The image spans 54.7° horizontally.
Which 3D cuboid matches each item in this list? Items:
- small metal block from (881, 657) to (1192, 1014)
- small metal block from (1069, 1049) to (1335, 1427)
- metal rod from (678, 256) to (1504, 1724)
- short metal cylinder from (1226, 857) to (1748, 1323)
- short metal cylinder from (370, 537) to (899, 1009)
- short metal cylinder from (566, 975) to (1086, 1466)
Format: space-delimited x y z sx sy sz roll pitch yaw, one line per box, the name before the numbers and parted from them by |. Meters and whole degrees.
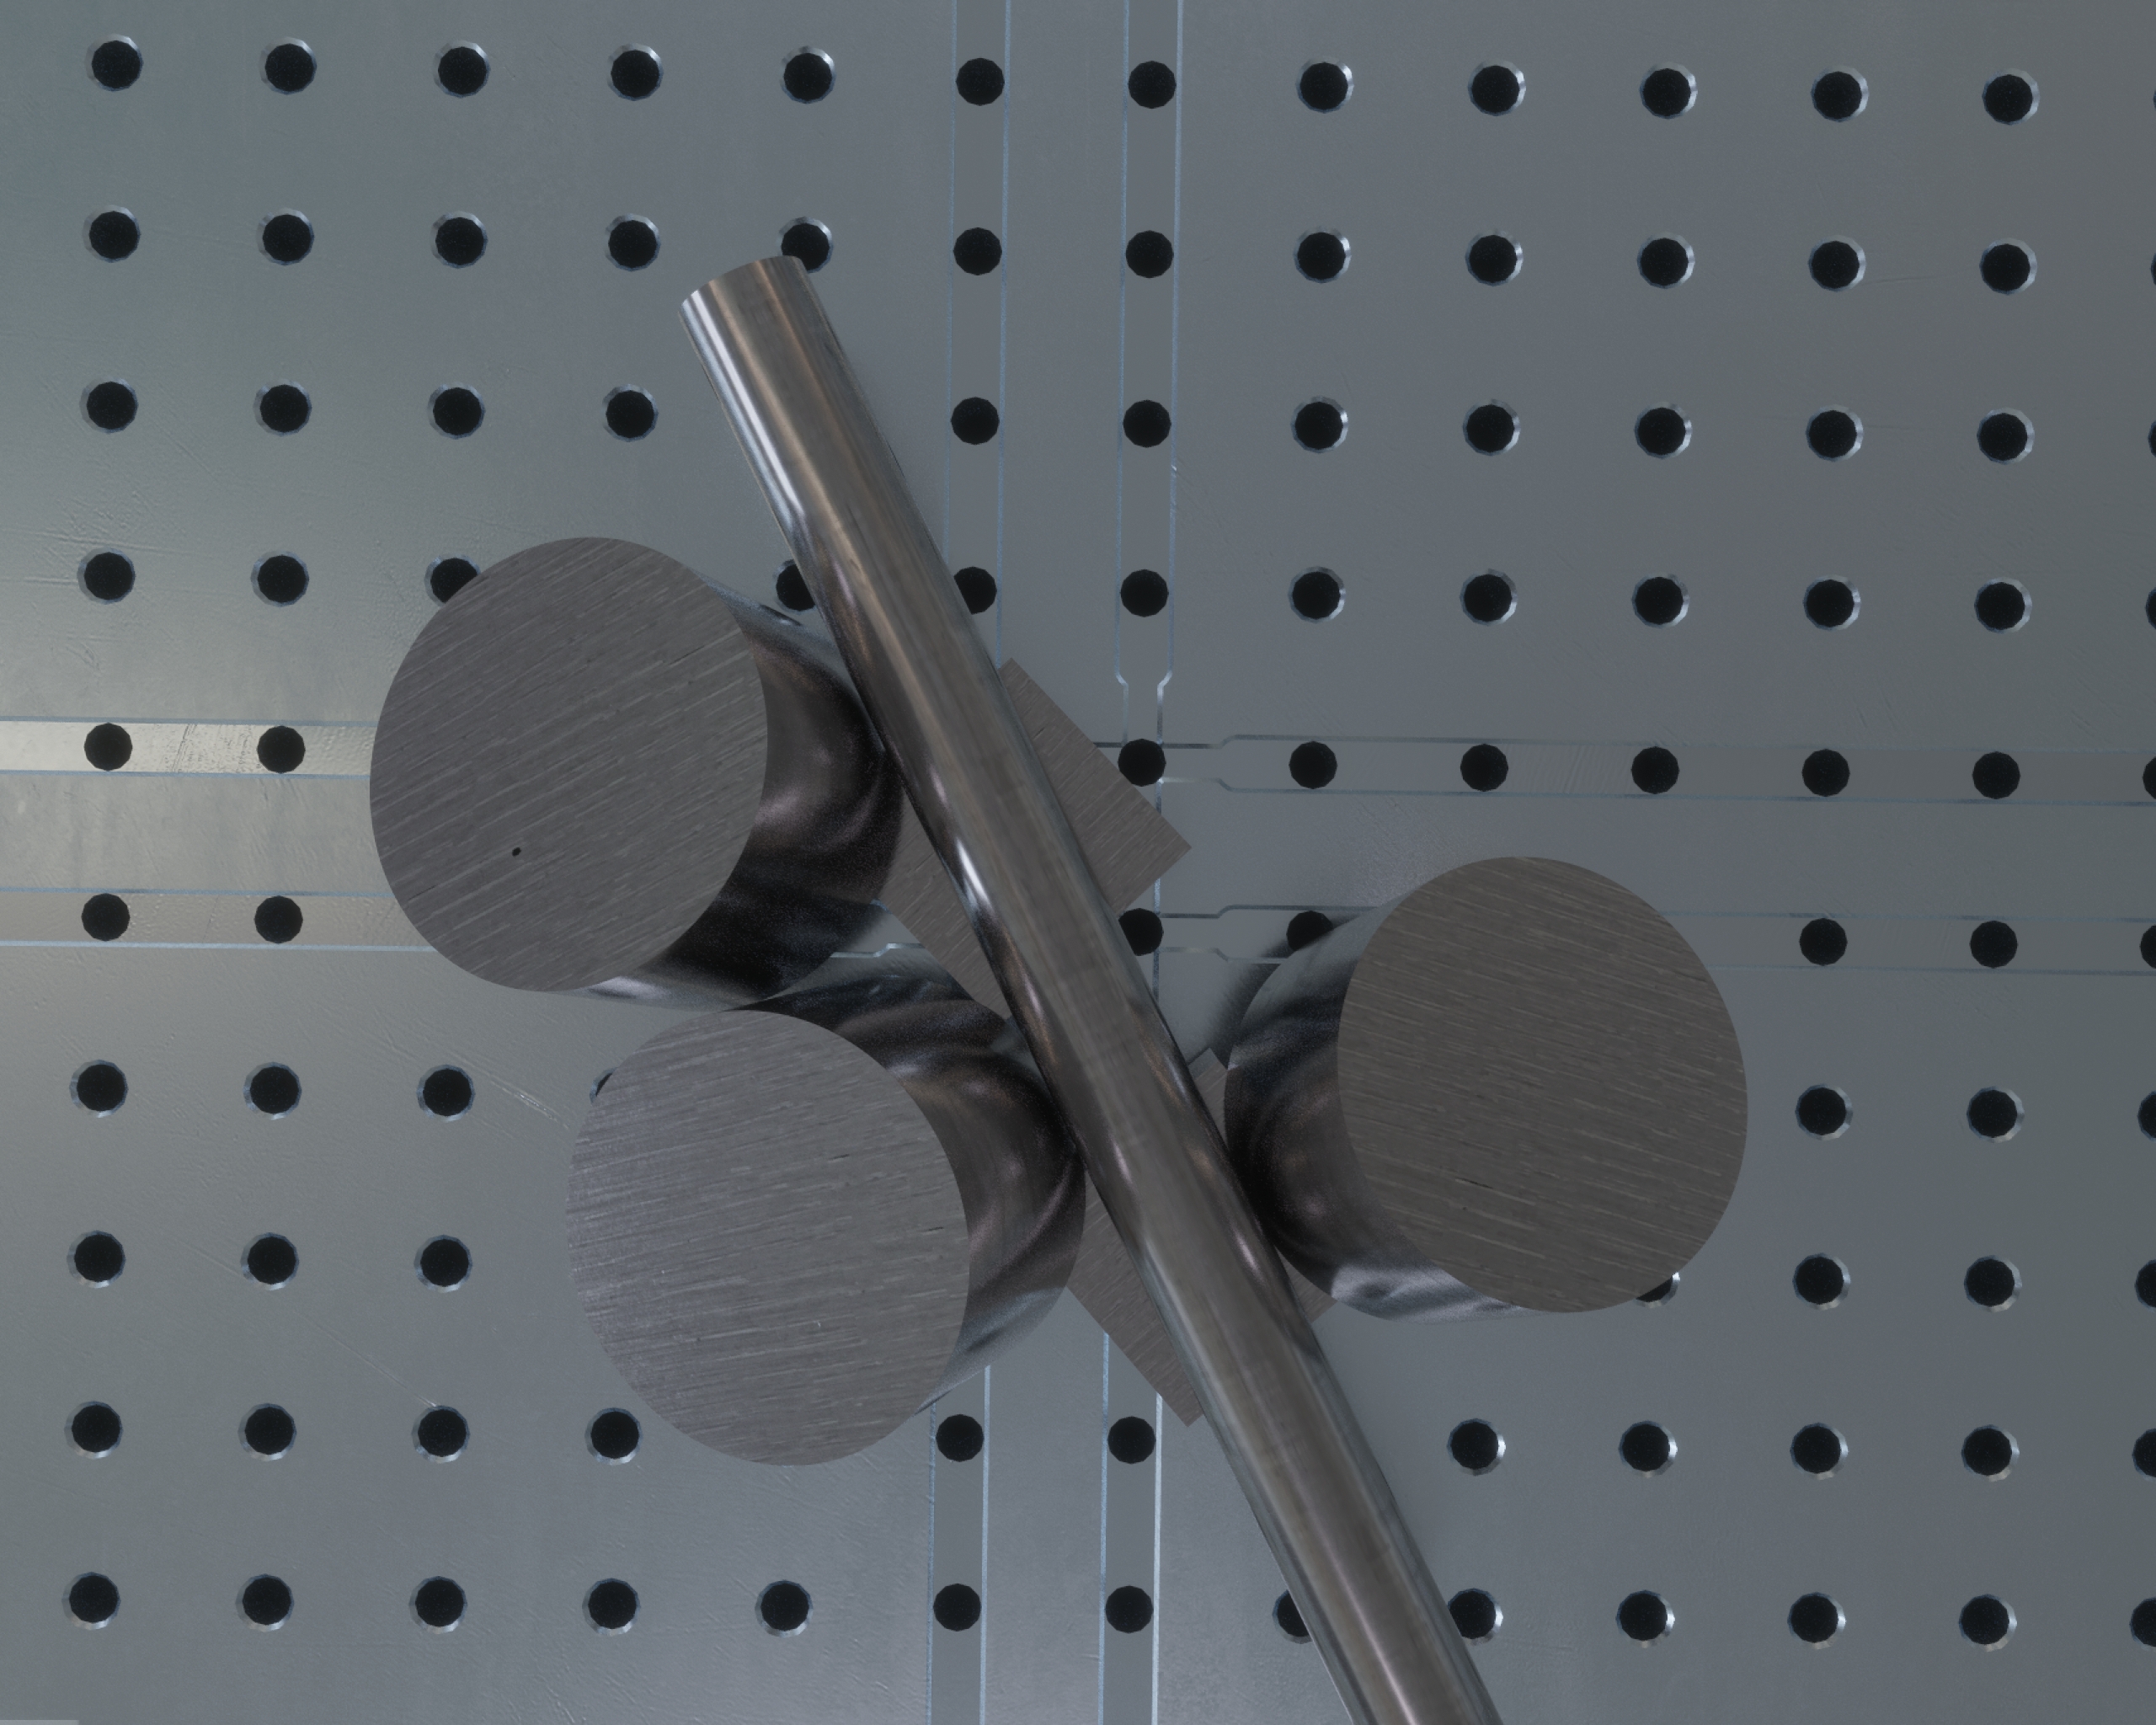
small metal block | -0.014 -0.004 0.410 0.050 0.025 0.050 -43 90 0
small metal block | 0.024 0.073 0.410 0.050 0.025 0.050 -40 90 0
metal rod | 0.002 0.029 0.384 0.025 0.025 0.299 -26 90 0
short metal cylinder | 0.074 0.044 0.385 0.081 0.050 0.080 5 74 -18
short metal cylinder | -0.080 -0.014 0.383 0.080 0.050 0.080 -3 81 20
short metal cylinder | -0.045 0.063 0.383 0.080 0.050 0.079 2 95 22
